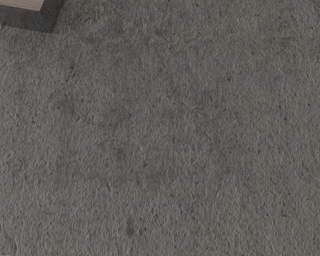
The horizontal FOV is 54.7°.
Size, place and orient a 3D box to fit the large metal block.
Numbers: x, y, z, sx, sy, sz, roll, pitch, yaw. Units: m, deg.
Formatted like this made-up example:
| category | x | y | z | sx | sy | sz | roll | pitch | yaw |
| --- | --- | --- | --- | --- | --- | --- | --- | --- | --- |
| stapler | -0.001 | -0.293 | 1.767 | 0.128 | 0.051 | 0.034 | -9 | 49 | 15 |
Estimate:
| category | x | y | z | sx | sy | sz | roll | pitch | yaw |
| --- | --- | --- | --- | --- | --- | --- | --- | --- | --- |
| large metal block | -0.197 | -0.196 | 0.465 | 0.080 | 0.050 | 0.080 | 11 | 70 | 4 |
